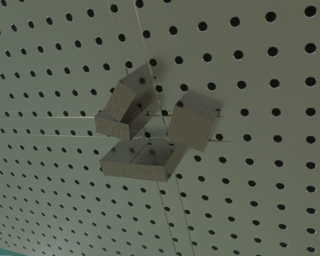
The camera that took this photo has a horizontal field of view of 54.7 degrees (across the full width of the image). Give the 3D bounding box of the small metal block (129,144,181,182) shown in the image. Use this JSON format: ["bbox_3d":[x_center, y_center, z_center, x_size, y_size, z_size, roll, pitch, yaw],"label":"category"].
[{"bbox_3d":[-0.006,0.047,0.426,0.050,0.050,0.025,1,119,27],"label":"small metal block"}]

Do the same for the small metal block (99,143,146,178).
[{"bbox_3d":[-0.050,0.046,0.448,0.050,0.050,0.025,1,119,27],"label":"small metal block"}]

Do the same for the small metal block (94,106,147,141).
[{"bbox_3d":[-0.051,-0.011,0.413,0.050,0.050,0.025,13,124,20],"label":"small metal block"}]

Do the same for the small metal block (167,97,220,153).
[{"bbox_3d":[0.041,-0.004,0.386,0.050,0.025,0.050,22,127,14],"label":"small metal block"}]

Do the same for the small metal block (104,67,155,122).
[{"bbox_3d":[-0.038,-0.042,0.387,0.025,0.050,0.050,38,129,3],"label":"small metal block"}]
